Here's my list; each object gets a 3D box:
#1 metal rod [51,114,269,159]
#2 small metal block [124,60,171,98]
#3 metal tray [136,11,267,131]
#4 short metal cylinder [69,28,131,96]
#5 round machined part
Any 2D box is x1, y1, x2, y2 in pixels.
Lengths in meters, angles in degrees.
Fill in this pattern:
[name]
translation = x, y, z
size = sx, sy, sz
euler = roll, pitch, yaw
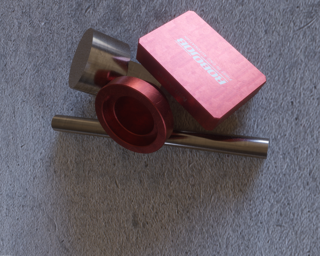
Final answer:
[metal rod]
translation = -0.014, 0.008, 0.415
size = 0.301, 0.025, 0.025
euler = 7, 92, 19
[small metal block]
translation = -0.011, -0.062, 0.399
size = 0.050, 0.050, 0.025
euler = 25, 99, 18
[metal tray]
translation = 0.046, -0.071, 0.364
size = 0.090, 0.030, 0.130
euler = -37, 75, -24
[short metal cylinder]
translation = -0.080, -0.082, 0.404
size = 0.080, 0.050, 0.080
euler = -33, 48, 48
[round machined part]
translation = -0.027, -0.020, 0.378
size = 0.098, 0.042, 0.097
euler = 18, 133, 21
